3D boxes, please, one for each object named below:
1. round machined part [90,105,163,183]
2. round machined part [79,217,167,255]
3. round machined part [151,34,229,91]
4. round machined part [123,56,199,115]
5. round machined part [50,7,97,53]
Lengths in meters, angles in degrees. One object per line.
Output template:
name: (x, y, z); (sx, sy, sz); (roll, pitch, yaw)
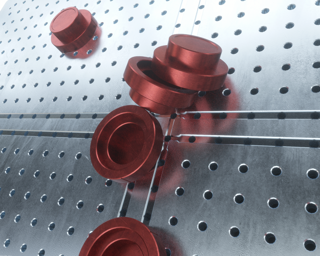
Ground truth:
round machined part: (-0.038, 0.023, 0.399); (0.098, 0.042, 0.098); (-13, 62, 26)
round machined part: (-0.036, 0.148, 0.327); (0.098, 0.042, 0.098); (-13, 56, 21)
round machined part: (0.040, -0.089, 0.396); (0.099, 0.042, 0.098); (10, 32, -6)
round machined part: (-0.002, -0.053, 0.408); (0.098, 0.099, 0.042); (50, 126, 39)
round machined part: (-0.178, -0.201, 0.616); (0.098, 0.042, 0.098); (-13, 56, 21)
